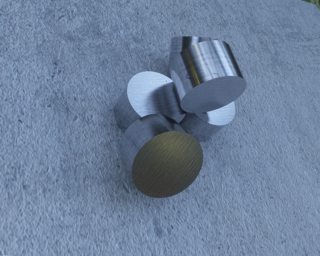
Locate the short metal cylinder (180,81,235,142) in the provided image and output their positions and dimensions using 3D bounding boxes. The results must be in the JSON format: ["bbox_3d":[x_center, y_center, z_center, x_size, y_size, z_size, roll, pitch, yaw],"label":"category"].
[{"bbox_3d":[0.058,-0.027,0.438,0.081,0.050,0.080,14,56,-21],"label":"short metal cylinder"}]

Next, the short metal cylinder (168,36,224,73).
[{"bbox_3d":[0.054,-0.102,0.454,0.081,0.080,0.050,1,100,-28],"label":"short metal cylinder"}]

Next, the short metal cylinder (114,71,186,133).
[{"bbox_3d":[-0.013,-0.026,0.399,0.081,0.050,0.080,14,56,-21],"label":"short metal cylinder"}]

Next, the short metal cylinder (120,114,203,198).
[{"bbox_3d":[0.001,0.030,0.345,0.081,0.079,0.050,7,20,-25],"label":"short metal cylinder"}]

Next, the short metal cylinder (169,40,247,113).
[{"bbox_3d":[0.057,-0.059,0.374,0.081,0.080,0.050,-2,63,-29],"label":"short metal cylinder"}]
